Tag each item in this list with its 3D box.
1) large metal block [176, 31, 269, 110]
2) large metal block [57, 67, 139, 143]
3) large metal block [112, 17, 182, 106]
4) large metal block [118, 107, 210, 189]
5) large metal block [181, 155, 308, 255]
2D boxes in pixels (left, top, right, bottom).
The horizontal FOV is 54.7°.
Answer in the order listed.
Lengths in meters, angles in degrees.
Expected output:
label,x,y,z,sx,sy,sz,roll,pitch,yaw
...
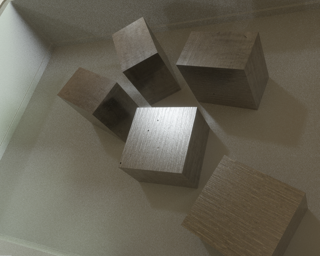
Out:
label,x,y,z,sx,sy,sz,roll,pitch,yaw
large metal block,0.078,-0.068,0.371,0.080,0.080,0.050,12,68,32
large metal block,-0.079,-0.032,0.430,0.080,0.080,0.050,26,76,36
large metal block,-0.018,-0.092,0.435,0.050,0.080,0.080,-27,53,11
large metal block,0.007,0.022,0.371,0.080,0.050,0.080,1,62,28
large metal block,0.081,0.084,0.295,0.080,0.050,0.080,26,75,36
